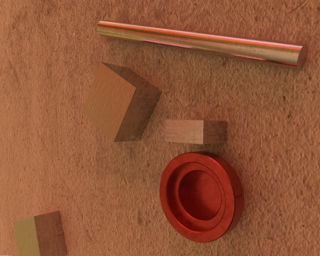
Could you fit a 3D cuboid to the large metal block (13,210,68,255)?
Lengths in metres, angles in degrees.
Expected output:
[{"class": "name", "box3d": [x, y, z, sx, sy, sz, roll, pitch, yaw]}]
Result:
[{"class": "large metal block", "box3d": [-0.222, 0.204, 0.572, 0.080, 0.050, 0.080, -24, 75, 37]}]

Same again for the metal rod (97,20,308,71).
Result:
[{"class": "metal rod", "box3d": [0.024, -0.110, 0.384, 0.300, 0.025, 0.025, 21, 104, 38]}]

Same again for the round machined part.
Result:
[{"class": "round machined part", "box3d": [0.050, 0.075, 0.352, 0.098, 0.042, 0.097, 0, 90, 40]}]

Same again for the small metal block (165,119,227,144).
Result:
[{"class": "small metal block", "box3d": [0.042, 0.003, 0.354, 0.050, 0.050, 0.025, 2, 92, 40]}]

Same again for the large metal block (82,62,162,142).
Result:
[{"class": "large metal block", "box3d": [-0.055, -0.036, 0.434, 0.080, 0.050, 0.079, 38, 113, 33]}]
